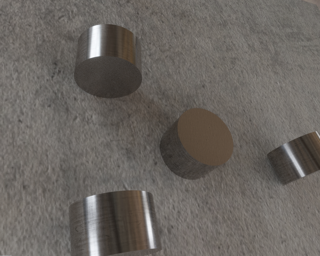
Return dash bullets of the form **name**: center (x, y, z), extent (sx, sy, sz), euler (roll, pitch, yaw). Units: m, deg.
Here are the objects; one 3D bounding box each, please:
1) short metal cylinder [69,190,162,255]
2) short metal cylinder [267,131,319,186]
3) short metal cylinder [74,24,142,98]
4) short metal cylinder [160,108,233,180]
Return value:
- **short metal cylinder**: center (-0.042, 0.095, 0.289), extent (0.081, 0.080, 0.050), euler (3, 61, -27)
- **short metal cylinder**: center (0.207, 0.046, 0.455), extent (0.081, 0.080, 0.050), euler (-10, 67, -33)
- **short metal cylinder**: center (-0.063, -0.081, 0.385), extent (0.081, 0.080, 0.050), euler (11, 57, -23)
- **short metal cylinder**: center (0.047, 0.021, 0.402), extent (0.081, 0.050, 0.080), euler (14, 56, -21)
